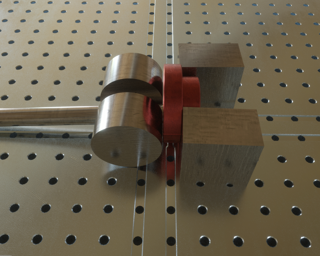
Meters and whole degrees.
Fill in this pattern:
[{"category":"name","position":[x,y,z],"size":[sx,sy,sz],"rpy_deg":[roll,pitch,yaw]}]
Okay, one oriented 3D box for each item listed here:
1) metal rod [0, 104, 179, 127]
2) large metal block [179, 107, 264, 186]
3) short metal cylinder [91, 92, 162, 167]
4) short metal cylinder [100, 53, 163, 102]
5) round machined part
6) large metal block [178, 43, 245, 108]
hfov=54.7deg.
[{"category":"metal rod","position":[-0.119,-0.016,0.405],"size":[0.302,0.025,0.025],"rpy_deg":[-1,50,4]},{"category":"large metal block","position":[0.064,0.023,0.354],"size":[0.080,0.080,0.050],"rpy_deg":[2,50,2]},{"category":"short metal cylinder","position":[-0.037,0.004,0.367],"size":[0.080,0.080,0.050],"rpy_deg":[1,51,1]},{"category":"short metal cylinder","position":[-0.036,-0.053,0.416],"size":[0.080,0.080,0.050],"rpy_deg":[1,51,0]},{"category":"round machined part","position":[0.026,-0.030,0.385],"size":[0.042,0.097,0.098],"rpy_deg":[1,50,1]},{"category":"large metal block","position":[0.065,-0.069,0.431],"size":[0.081,0.080,0.050],"rpy_deg":[0,50,0]}]
